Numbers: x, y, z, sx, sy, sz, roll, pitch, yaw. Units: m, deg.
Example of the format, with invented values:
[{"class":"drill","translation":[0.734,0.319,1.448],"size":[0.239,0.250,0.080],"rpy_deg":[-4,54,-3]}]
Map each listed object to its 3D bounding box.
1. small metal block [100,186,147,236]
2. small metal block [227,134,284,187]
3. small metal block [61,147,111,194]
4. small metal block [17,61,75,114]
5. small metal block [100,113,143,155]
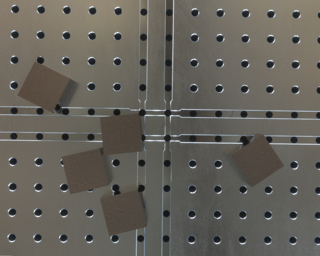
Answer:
[{"class":"small metal block","translation":[-0.047,0.110,0.413],"size":[0.050,0.025,0.050],"rpy_deg":[-14,90,-1]},{"class":"small metal block","translation":[0.127,0.042,0.415],"size":[0.050,0.025,0.050],"rpy_deg":[-34,90,0]},{"class":"small metal block","translation":[-0.097,0.056,0.412],"size":[0.050,0.025,0.050],"rpy_deg":[-13,90,-1]},{"class":"small metal block","translation":[-0.150,-0.053,0.411],"size":[0.050,0.025,0.050],"rpy_deg":[27,90,-1]},{"class":"small metal block","translation":[-0.050,0.008,0.413],"size":[0.050,0.025,0.050],"rpy_deg":[-6,90,-1]}]
